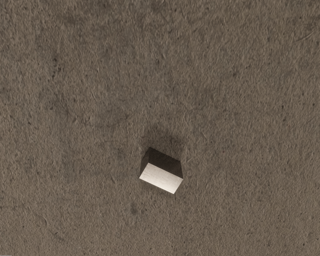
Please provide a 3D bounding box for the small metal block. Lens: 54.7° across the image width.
[{"bbox_3d":[0.002,0.056,0.417,0.050,0.050,0.025,27,108,-10],"label":"small metal block"}]
